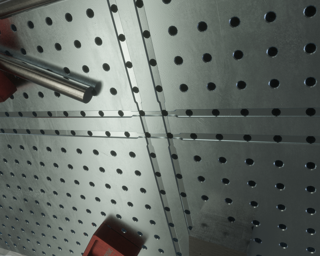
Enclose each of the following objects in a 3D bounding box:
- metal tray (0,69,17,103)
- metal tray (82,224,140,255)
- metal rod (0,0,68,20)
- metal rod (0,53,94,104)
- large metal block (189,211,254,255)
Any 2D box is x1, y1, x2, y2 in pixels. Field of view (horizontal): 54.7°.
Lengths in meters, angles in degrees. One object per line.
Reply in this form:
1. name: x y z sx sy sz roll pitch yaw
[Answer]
1. metal tray: -0.292 -0.093 0.471 0.090 0.030 0.130 -5 131 41
2. metal tray: -0.103 0.256 0.618 0.090 0.030 0.129 33 129 6
3. metal rod: -0.089 -0.165 0.353 0.300 0.025 0.025 -2 118 28
4. metal rod: -0.236 -0.099 0.471 0.301 0.025 0.025 21 126 14
5. large metal block: 0.090 0.180 0.458 0.080 0.050 0.079 10 123 22
